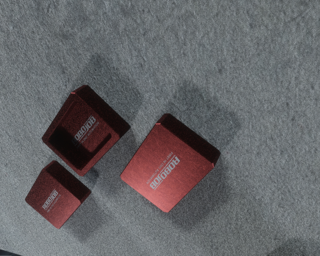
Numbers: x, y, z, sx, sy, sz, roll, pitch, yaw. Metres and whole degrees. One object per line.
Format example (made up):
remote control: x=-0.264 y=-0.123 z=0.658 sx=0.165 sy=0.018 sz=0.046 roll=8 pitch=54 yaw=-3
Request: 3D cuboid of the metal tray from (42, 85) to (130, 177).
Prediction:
metal tray: x=-0.115 y=0.008 z=0.467 sx=0.090 sy=0.030 sz=0.129 roll=44 pitch=129 yaw=-3

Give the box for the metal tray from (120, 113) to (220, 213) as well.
metal tray: x=0.009 y=0.053 z=0.430 sx=0.090 sy=0.030 sz=0.129 roll=37 pitch=129 yaw=2

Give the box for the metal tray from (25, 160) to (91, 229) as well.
metal tray: x=-0.195 y=0.128 z=0.583 sx=0.090 sy=0.030 sz=0.129 roll=41 pitch=129 yaw=-1
